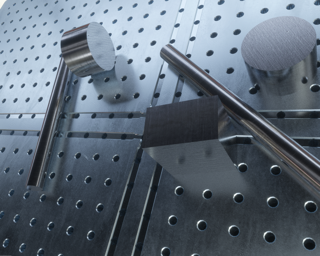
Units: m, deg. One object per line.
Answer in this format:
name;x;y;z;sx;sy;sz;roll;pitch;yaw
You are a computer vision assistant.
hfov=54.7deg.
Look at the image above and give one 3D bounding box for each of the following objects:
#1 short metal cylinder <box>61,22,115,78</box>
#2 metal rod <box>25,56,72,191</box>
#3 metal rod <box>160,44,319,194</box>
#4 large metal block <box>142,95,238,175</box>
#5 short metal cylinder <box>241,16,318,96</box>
short metal cylinder;-0.117;-0.129;0.514;0.050;0.080;0.080;-11;57;22
metal rod;-0.176;-0.041;0.525;0.025;0.025;0.299;-11;57;22
metal rod;0.087;-0.029;0.379;0.025;0.025;0.300;-41;51;0
large metal block;0.036;0.013;0.346;0.080;0.080;0.050;-9;58;24
short metal cylinder;0.143;-0.085;0.370;0.080;0.050;0.080;-13;56;21
